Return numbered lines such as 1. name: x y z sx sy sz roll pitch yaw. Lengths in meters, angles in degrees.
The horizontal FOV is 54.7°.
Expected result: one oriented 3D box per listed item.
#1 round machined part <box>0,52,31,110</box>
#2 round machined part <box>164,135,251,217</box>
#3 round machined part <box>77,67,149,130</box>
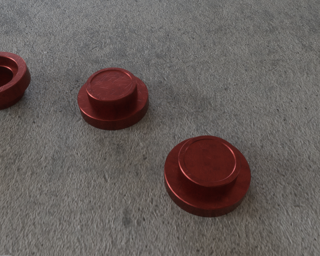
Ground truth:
1. round machined part: -0.236 -0.063 0.443 0.099 0.042 0.098 0 50 0
2. round machined part: 0.054 0.047 0.353 0.099 0.042 0.098 0 50 0
3. round machined part: -0.065 -0.047 0.431 0.099 0.042 0.098 0 50 0
